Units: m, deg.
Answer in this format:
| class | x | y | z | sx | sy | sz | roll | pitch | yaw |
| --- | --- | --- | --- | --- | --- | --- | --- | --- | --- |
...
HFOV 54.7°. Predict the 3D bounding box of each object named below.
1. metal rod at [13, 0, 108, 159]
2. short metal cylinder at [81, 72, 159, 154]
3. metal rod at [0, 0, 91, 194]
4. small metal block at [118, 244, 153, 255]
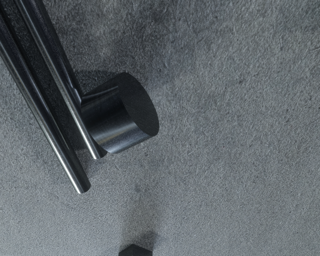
| class | x | y | z | sx | sy | sz | roll | pitch | yaw |
| --- | --- | --- | --- | --- | --- | --- | --- | --- | --- |
| metal rod | -0.115 | -0.077 | 0.340 | 0.025 | 0.025 | 0.298 | -9 | 130 | 7 |
| short metal cylinder | -0.044 | -0.017 | 0.356 | 0.050 | 0.080 | 0.080 | -26 | 126 | 20 |
| metal rod | -0.146 | -0.019 | 0.388 | 0.025 | 0.025 | 0.298 | -8 | 130 | 6 |
| small metal block | -0.051 | 0.267 | 0.634 | 0.050 | 0.025 | 0.050 | 33 | 123 | -25 |
